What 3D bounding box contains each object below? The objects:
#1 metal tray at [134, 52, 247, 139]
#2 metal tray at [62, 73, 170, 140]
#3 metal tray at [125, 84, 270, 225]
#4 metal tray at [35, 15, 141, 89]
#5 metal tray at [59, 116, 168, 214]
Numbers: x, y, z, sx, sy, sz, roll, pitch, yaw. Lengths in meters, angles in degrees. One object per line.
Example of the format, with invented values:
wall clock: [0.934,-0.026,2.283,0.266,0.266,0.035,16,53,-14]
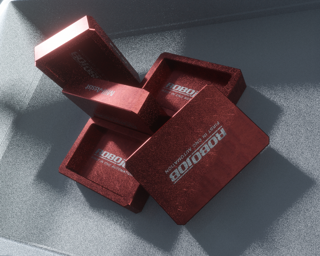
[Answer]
metal tray: [0.034,-0.047,0.410,0.130,0.030,0.090,23,74,36]
metal tray: [-0.053,-0.024,0.401,0.130,0.090,0.030,17,71,34]
metal tray: [0.039,0.028,0.337,0.130,0.030,0.090,-43,80,-2]
metal tray: [-0.095,-0.081,0.433,0.090,0.130,0.030,-27,53,12]
metal tray: [-0.061,0.043,0.403,0.130,0.030,0.090,17,70,34]
